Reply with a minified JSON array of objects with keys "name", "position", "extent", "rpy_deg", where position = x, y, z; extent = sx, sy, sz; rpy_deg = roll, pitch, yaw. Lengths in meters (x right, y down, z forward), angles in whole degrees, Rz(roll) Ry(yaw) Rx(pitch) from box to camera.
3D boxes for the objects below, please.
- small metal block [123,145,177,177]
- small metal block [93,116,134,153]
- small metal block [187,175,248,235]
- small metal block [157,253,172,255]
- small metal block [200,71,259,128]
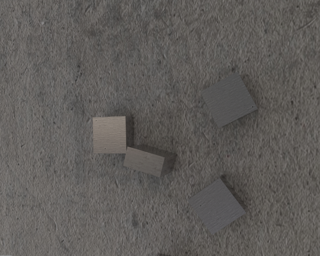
[{"name":"small metal block","position":[-0.012,0.041,0.400],"extent":[0.050,0.050,0.025],"rpy_deg":[15,95,19]},{"name":"small metal block","position":[-0.065,0.010,0.432],"extent":[0.050,0.025,0.050],"rpy_deg":[-2,90,20]},{"name":"small metal block","position":[0.072,0.094,0.384],"extent":[0.050,0.025,0.050],"rpy_deg":[-40,78,15]},{"name":"small metal block","position":[0.013,0.185,0.391],"extent":[0.050,0.050,0.025],"rpy_deg":[3,91,20]},{"name":"small metal block","position":[0.085,-0.033,0.379],"extent":[0.050,0.025,0.050],"rpy_deg":[-28,81,17]}]
